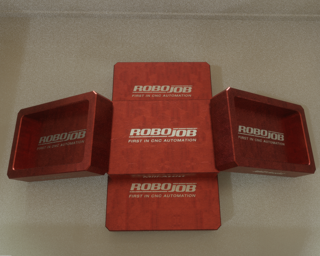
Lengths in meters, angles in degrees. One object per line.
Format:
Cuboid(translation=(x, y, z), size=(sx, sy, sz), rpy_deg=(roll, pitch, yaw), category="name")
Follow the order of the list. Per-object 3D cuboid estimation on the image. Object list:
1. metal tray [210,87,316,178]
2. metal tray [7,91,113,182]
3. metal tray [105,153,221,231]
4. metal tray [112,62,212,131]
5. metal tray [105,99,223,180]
Cuboid(translation=(0.124, 0.009, 0.369), size=(0.131, 0.030, 0.090), rpy_deg=(9, 68, -28), category="metal tray")
Cuboid(translation=(-0.120, 0.014, 0.367), size=(0.130, 0.030, 0.090), rpy_deg=(-9, 69, 28), category="metal tray")
Cuboid(translation=(0.004, 0.078, 0.375), size=(0.131, 0.030, 0.090), rpy_deg=(0, 70, -1), category="metal tray")
Cuboid(translation=(0.003, -0.043, 0.420), size=(0.131, 0.030, 0.090), rpy_deg=(0, 70, -1), category="metal tray")
Cuboid(translation=(0.004, 0.013, 0.368), size=(0.131, 0.030, 0.090), rpy_deg=(-1, 70, -1), category="metal tray")
